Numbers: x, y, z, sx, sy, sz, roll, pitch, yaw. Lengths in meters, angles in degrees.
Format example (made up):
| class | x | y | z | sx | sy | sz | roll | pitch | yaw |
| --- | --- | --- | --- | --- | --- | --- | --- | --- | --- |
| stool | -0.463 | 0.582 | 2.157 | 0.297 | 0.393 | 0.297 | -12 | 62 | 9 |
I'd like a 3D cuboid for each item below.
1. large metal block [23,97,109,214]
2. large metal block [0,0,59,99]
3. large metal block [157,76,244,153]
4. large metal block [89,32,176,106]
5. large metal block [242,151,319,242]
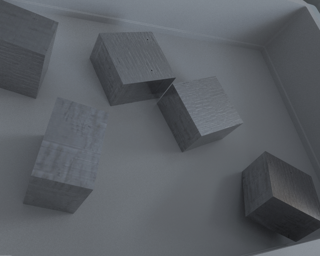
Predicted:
| class | x | y | z | sx | sy | sz | roll | pitch | yaw |
| --- | --- | --- | --- | --- | --- | --- | --- | --- | --- |
| large metal block | -0.092 | 0.030 | 0.303 | 0.050 | 0.080 | 0.080 | 18 | 55 | -19 |
| large metal block | -0.163 | -0.085 | 0.335 | 0.081 | 0.080 | 0.050 | 18 | 55 | -18 |
| large metal block | 0.055 | -0.021 | 0.434 | 0.081 | 0.050 | 0.080 | -15 | 70 | -34 |
| large metal block | -0.038 | -0.082 | 0.421 | 0.081 | 0.050 | 0.080 | -14 | 69 | -34 |
| large metal block | 0.160 | 0.090 | 0.411 | 0.080 | 0.050 | 0.080 | 28 | 37 | -11 |
